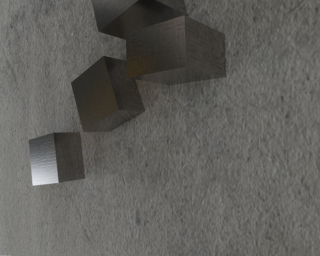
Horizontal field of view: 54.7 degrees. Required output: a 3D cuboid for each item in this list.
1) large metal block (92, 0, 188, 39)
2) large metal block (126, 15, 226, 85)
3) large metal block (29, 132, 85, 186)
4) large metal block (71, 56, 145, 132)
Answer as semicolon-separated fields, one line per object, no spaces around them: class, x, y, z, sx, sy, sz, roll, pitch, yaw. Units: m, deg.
large metal block;-0.026;-0.153;0.388;0.080;0.081;0.050;-22;76;37
large metal block;0.019;-0.082;0.352;0.080;0.081;0.050;-3;89;39
large metal block;-0.178;0.053;0.533;0.080;0.050;0.080;-13;82;39
large metal block;-0.077;-0.046;0.450;0.080;0.050;0.080;-27;73;36
